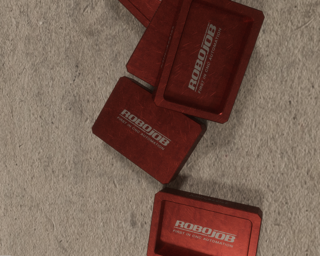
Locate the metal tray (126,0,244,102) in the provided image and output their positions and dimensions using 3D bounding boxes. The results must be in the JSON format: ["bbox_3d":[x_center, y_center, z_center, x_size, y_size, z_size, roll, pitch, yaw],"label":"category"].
[{"bbox_3d":[0.028,-0.106,0.374,0.090,0.030,0.129,29,100,-12],"label":"metal tray"}]

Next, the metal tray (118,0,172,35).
[{"bbox_3d":[-0.016,-0.196,0.411,0.090,0.030,0.130,-45,76,14],"label":"metal tray"}]

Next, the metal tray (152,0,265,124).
[{"bbox_3d":[0.051,-0.078,0.352,0.091,0.030,0.129,15,103,-10],"label":"metal tray"}]

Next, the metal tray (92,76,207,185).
[{"bbox_3d":[-0.017,0.001,0.411,0.130,0.030,0.090,34,101,16],"label":"metal tray"}]

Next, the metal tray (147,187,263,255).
[{"bbox_3d":[0.054,0.133,0.386,0.130,0.030,0.089,9,93,19],"label":"metal tray"}]
